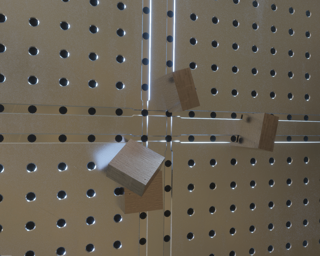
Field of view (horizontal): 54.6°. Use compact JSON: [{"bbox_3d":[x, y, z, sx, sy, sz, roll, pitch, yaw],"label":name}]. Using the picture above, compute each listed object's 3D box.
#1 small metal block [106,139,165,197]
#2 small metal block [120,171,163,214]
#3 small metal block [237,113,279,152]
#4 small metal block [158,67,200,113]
[{"bbox_3d":[-0.029,0.047,0.379,0.050,0.025,0.050,28,45,10],"label":"small metal block"},{"bbox_3d":[-0.025,0.081,0.404,0.050,0.025,0.050,-2,91,-20],"label":"small metal block"},{"bbox_3d":[0.142,0.006,0.451,0.025,0.050,0.050,13,86,-20],"label":"small metal block"},{"bbox_3d":[0.024,-0.048,0.408,0.025,0.050,0.050,-18,96,-19],"label":"small metal block"}]
